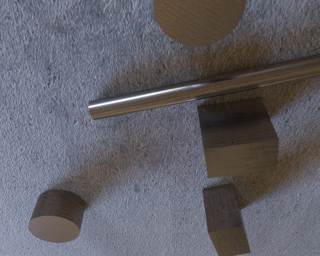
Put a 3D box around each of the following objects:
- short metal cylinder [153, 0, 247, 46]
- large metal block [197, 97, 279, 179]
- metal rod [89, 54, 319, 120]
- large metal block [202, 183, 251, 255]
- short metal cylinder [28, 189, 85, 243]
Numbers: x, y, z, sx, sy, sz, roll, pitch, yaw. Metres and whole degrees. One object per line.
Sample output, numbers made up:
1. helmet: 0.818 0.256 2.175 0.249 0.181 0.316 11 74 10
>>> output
1. short metal cylinder: 0.034 -0.123 0.286 0.081 0.050 0.079 0 130 0
2. large metal block: 0.092 0.010 0.381 0.080 0.080 0.050 -8 130 7
3. metal rod: 0.062 -0.049 0.365 0.301 0.025 0.025 -11 130 8
4. large metal block: 0.107 0.149 0.499 0.050 0.080 0.080 -15 129 12
5. short metal cylinder: -0.169 0.147 0.514 0.081 0.050 0.079 0 130 0
